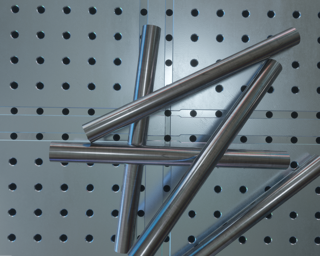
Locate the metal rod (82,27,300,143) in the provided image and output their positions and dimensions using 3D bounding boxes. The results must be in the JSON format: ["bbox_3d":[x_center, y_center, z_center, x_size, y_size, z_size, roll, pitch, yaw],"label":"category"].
[{"bbox_3d":[0.045,-0.058,0.396,0.302,0.025,0.025,-26,90,-7],"label":"metal rod"}]

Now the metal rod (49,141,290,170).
[{"bbox_3d":[0.019,0.036,0.394,0.302,0.025,0.025,3,90,-8],"label":"metal rod"}]

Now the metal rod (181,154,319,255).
[{"bbox_3d":[0.097,0.136,0.414,0.301,0.025,0.025,-37,90,-1],"label":"metal rod"}]

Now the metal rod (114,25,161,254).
[{"bbox_3d":[-0.030,0.014,0.412,0.025,0.025,0.298,7,90,-1],"label":"metal rod"}]

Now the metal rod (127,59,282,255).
[{"bbox_3d":[0.064,0.030,0.375,0.025,0.025,0.300,38,74,0],"label":"metal rod"}]
